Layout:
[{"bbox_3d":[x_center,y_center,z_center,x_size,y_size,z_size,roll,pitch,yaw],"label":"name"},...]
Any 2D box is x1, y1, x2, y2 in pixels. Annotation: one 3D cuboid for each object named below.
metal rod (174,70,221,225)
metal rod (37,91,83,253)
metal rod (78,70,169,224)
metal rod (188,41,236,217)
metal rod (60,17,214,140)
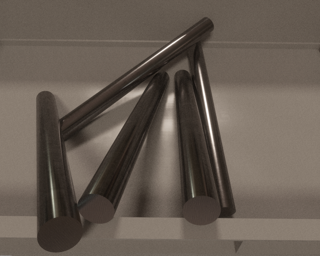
[{"bbox_3d":[0.031,-0.011,0.338,0.025,0.025,0.300,1,26,1],"label":"metal rod"},{"bbox_3d":[-0.110,0.010,0.309,0.025,0.025,0.300,-18,26,-15],"label":"metal rod"},{"bbox_3d":[-0.020,-0.011,0.337,0.025,0.025,0.301,7,26,6],"label":"metal rod"},{"bbox_3d":[0.063,-0.025,0.426,0.025,0.025,0.300,-1,50,-2],"label":"metal rod"},{"bbox_3d":[-0.032,-0.076,0.444,0.301,0.025,0.025,-40,61,-20],"label":"metal rod"}]
